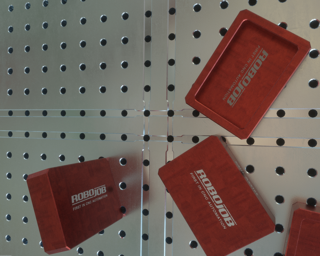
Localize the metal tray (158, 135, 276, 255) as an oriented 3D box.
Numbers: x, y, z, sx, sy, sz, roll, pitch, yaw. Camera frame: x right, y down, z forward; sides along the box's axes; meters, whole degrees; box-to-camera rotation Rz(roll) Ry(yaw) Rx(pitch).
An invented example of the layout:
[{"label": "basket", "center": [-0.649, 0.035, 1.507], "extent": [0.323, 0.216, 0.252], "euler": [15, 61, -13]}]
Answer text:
[{"label": "metal tray", "center": [0.069, 0.084, 0.386], "extent": [0.090, 0.030, 0.130], "euler": [-35, 79, 16]}]

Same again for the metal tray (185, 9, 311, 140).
[{"label": "metal tray", "center": [0.102, -0.062, 0.373], "extent": [0.090, 0.030, 0.129], "euler": [35, 101, 16]}]

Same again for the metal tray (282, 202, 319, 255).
[{"label": "metal tray", "center": [0.185, 0.158, 0.344], "extent": [0.090, 0.030, 0.129], "euler": [11, 94, 19]}]

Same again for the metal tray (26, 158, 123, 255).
[{"label": "metal tray", "center": [-0.100, 0.090, 0.393], "extent": [0.030, 0.130, 0.090], "euler": [-19, 84, 19]}]
